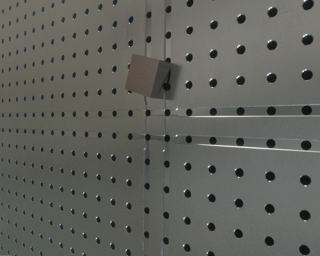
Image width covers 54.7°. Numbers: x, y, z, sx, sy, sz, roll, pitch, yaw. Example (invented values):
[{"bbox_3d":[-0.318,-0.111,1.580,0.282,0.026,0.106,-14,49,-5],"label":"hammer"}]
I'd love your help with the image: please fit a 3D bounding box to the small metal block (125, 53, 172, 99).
[{"bbox_3d":[-0.017,-0.070,0.421,0.050,0.025,0.050,23,104,37],"label":"small metal block"}]
